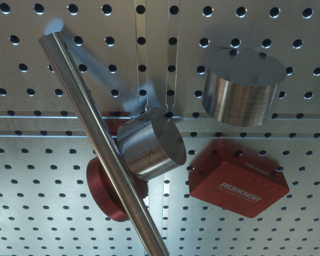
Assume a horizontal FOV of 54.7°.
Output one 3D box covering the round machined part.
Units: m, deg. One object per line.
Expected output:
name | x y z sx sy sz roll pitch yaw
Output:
round machined part | -0.052 0.075 0.427 0.042 0.098 0.098 -31 124 16

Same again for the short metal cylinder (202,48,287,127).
short metal cylinder | 0.089 -0.046 0.337 0.081 0.080 0.050 1 130 -2

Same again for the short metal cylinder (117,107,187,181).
short metal cylinder | -0.009 0.020 0.392 0.050 0.080 0.080 -28 125 21

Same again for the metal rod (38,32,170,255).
metal rod | -0.059 0.035 0.365 0.025 0.025 0.299 -20 104 16

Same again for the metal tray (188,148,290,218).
metal tray | 0.122 0.090 0.486 0.131 0.030 0.089 24 126 -20
